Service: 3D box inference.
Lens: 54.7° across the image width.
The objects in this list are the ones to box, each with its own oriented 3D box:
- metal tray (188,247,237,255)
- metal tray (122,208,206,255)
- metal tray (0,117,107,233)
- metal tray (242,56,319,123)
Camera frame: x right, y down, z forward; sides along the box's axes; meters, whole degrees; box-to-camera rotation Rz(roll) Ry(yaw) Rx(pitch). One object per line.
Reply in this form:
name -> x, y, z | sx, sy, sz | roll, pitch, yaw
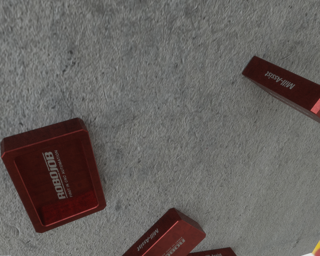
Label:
metal tray -> 0.091, 0.295, 0.635 | 0.131, 0.030, 0.089 | 6, 115, -31
metal tray -> 0.007, 0.206, 0.535 | 0.130, 0.030, 0.090 | -45, 129, 3
metal tray -> -0.122, 0.059, 0.373 | 0.091, 0.030, 0.129 | -18, 126, -18
metal tray -> 0.180, -0.045, 0.409 | 0.090, 0.130, 0.030 | 23, 106, -37
